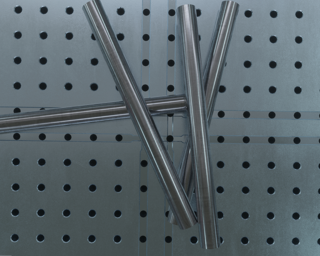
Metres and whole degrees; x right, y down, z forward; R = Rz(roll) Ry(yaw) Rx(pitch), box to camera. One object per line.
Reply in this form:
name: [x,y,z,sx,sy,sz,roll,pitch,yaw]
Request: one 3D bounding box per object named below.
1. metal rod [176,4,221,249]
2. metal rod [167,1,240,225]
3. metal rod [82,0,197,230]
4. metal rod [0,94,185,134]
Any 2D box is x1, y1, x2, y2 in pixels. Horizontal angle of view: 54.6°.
metal rod: [0.047,-0.005,0.388,0.025,0.025,0.299,-5,86,0]
metal rod: [0.058,-0.019,0.413,0.025,0.025,0.299,14,90,0]
metal rod: [-0.025,-0.016,0.387,0.025,0.025,0.299,-24,90,0]
metal rod: [-0.111,-0.017,0.412,0.302,0.025,0.025,-7,90,0]
